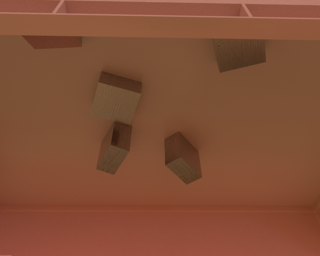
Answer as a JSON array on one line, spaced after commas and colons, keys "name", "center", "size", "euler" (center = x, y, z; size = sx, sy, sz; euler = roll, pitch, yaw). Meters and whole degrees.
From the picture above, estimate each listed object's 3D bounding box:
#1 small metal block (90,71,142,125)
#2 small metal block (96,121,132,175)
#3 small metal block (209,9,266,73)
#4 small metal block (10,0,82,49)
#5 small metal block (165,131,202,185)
[{"name": "small metal block", "center": [-0.054, -0.036, 0.378], "size": [0.050, 0.025, 0.050], "euler": [14, 129, -13]}, {"name": "small metal block", "center": [-0.061, 0.025, 0.413], "size": [0.025, 0.050, 0.050], "euler": [22, 127, -18]}, {"name": "small metal block", "center": [0.083, -0.092, 0.332], "size": [0.050, 0.025, 0.050], "euler": [-12, 129, 10]}, {"name": "small metal block", "center": [-0.109, -0.101, 0.304], "size": [0.050, 0.025, 0.050], "euler": [-3, 168, 2]}, {"name": "small metal block", "center": [0.032, 0.041, 0.429], "size": [0.025, 0.050, 0.050], "euler": [-30, 124, 23]}]
